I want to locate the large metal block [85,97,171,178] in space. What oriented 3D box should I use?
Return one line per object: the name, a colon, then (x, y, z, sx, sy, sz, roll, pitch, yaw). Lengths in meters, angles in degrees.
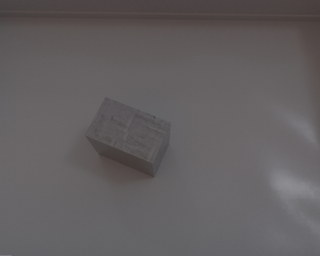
large metal block: (-0.034, 0.014, 0.375, 0.080, 0.080, 0.050, 22, 72, 8)
